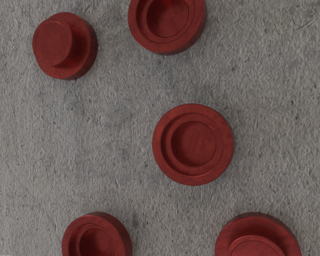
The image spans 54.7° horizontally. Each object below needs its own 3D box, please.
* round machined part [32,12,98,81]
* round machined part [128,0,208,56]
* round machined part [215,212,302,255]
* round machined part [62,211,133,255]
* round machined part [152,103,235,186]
[{"bbox_3d":[-0.144,-0.121,0.451,0.098,0.042,0.097,0,90,20],"label":"round machined part"},{"bbox_3d":[0.012,-0.141,0.395,0.098,0.042,0.097,0,90,20],"label":"round machined part"},{"bbox_3d":[0.112,0.152,0.360,0.098,0.042,0.097,0,90,20],"label":"round machined part"},{"bbox_3d":[-0.082,0.164,0.429,0.098,0.042,0.097,0,90,20],"label":"round machined part"},{"bbox_3d":[0.043,0.019,0.385,0.098,0.042,0.097,0,90,20],"label":"round machined part"}]
